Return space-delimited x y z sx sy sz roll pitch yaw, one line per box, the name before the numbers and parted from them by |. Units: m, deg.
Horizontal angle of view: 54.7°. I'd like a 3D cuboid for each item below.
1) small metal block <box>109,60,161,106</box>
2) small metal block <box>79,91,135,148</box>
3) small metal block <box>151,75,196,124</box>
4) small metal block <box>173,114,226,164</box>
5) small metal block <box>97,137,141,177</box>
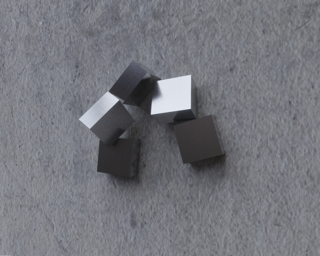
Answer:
small metal block | -0.032 -0.057 0.406 0.025 0.050 0.050 43 103 14
small metal block | -0.067 -0.010 0.400 0.050 0.050 0.025 -47 55 -11
small metal block | 0.018 -0.036 0.391 0.050 0.025 0.050 -7 60 19
small metal block | 0.050 0.014 0.391 0.050 0.025 0.050 -16 85 19
small metal block | -0.057 0.038 0.428 0.050 0.025 0.050 6 92 19
